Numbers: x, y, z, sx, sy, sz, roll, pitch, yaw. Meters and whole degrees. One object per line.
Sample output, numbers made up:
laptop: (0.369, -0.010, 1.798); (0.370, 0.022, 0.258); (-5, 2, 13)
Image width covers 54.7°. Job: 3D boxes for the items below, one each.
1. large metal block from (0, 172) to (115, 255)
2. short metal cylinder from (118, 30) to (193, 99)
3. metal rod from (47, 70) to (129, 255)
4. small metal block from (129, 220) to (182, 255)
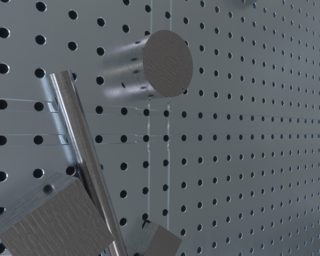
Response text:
large metal block: (-0.105, 0.102, 0.305); (0.080, 0.050, 0.080); (-37, 113, -34)
short metal cylinder: (-0.005, -0.077, 0.389); (0.081, 0.050, 0.079); (0, 90, -40)
metal rod: (-0.068, 0.084, 0.352); (0.025, 0.025, 0.298); (-24, 105, -38)
small metal block: (-0.005, 0.157, 0.406); (0.050, 0.025, 0.050); (43, 64, -32)
